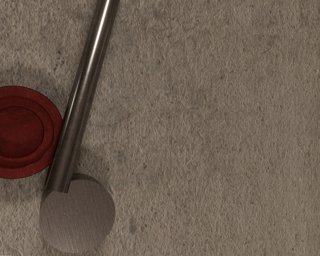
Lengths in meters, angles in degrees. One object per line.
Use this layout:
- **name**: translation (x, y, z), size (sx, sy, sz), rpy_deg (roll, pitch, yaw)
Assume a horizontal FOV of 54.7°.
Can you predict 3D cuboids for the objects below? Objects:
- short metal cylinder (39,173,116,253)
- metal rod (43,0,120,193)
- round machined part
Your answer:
- **short metal cylinder**: translation (-0.097, 0.096, 0.361), size (0.081, 0.050, 0.079), rpy_deg (0, 90, -21)
- **metal rod**: translation (-0.078, -0.077, 0.354), size (0.025, 0.025, 0.299), rpy_deg (17, 74, -20)
- **round machined part**: translation (-0.158, 0.005, 0.342), size (0.099, 0.042, 0.097), rpy_deg (0, 90, -21)
